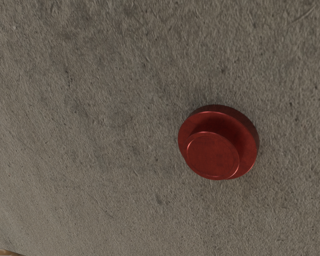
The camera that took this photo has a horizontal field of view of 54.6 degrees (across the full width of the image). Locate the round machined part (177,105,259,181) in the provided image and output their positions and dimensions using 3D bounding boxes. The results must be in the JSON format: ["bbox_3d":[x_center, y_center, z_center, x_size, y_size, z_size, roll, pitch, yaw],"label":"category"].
[{"bbox_3d":[0.067,0.024,0.376,0.098,0.042,0.097,13,124,21],"label":"round machined part"}]
